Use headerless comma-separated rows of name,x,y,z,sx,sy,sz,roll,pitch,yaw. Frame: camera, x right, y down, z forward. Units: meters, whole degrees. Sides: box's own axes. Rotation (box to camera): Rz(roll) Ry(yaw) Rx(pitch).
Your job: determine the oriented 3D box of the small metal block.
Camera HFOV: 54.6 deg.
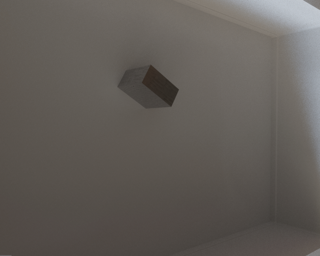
small metal block,-0.014,-0.048,0.377,0.050,0.050,0.025,37,68,-34
